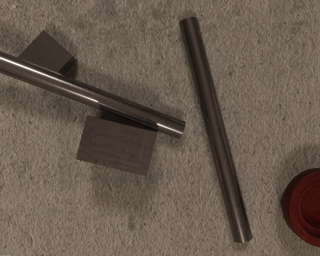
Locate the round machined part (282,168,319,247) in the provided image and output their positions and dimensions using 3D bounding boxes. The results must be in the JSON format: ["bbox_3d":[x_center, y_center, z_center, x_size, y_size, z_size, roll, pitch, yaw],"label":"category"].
[{"bbox_3d":[0.208,0.100,0.404,0.099,0.042,0.097,0,90,-1],"label":"round machined part"}]

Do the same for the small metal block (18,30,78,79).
[{"bbox_3d":[-0.147,-0.090,0.408,0.050,0.025,0.050,43,90,-1],"label":"small metal block"}]

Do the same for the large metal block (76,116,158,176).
[{"bbox_3d":[-0.048,0.020,0.382,0.080,0.080,0.050,14,90,-1],"label":"large metal block"}]

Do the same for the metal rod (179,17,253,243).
[{"bbox_3d":[0.074,0.002,0.410,0.025,0.025,0.298,-14,90,0],"label":"metal rod"}]

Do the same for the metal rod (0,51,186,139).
[{"bbox_3d":[-0.111,-0.049,0.388,0.302,0.025,0.025,20,90,-9],"label":"metal rod"}]
